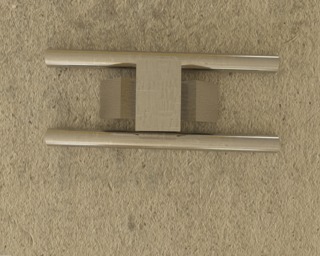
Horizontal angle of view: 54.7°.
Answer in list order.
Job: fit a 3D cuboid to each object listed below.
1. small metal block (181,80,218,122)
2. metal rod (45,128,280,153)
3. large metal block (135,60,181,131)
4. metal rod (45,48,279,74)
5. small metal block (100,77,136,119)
[{"bbox_3d":[0.051,-0.033,0.398,0.025,0.050,0.050,0,90,41],"label":"small metal block"},{"bbox_3d":[0.004,0.017,0.411,0.302,0.025,0.025,2,90,-1],"label":"metal rod"},{"bbox_3d":[-0.002,-0.037,0.386,0.050,0.080,0.079,1,90,0],"label":"large metal block"},{"bbox_3d":[0.003,-0.089,0.411,0.302,0.025,0.025,1,90,-1],"label":"metal rod"},{"bbox_3d":[-0.053,-0.037,0.397,0.025,0.050,0.050,1,91,-40],"label":"small metal block"}]
